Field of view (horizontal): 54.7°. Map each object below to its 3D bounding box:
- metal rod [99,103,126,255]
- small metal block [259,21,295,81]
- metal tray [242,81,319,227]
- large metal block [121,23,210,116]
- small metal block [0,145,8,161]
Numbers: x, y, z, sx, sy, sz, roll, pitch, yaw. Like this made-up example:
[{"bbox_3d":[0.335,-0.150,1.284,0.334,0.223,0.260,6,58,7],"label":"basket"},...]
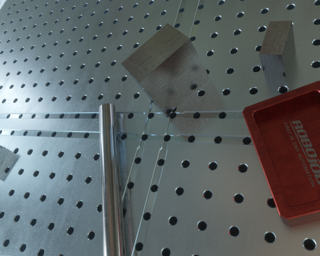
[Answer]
[{"bbox_3d":[-0.059,0.092,0.382,0.025,0.025,0.299,-21,54,16],"label":"metal rod"},{"bbox_3d":[0.143,-0.092,0.374,0.025,0.050,0.050,10,67,32],"label":"small metal block"},{"bbox_3d":[0.147,0.022,0.313,0.090,0.030,0.130,-21,54,16],"label":"metal tray"},{"bbox_3d":[0.010,-0.076,0.415,0.080,0.080,0.050,-41,51,0],"label":"large metal block"},{"bbox_3d":[-0.302,0.048,0.538,0.050,0.025,0.050,14,69,34],"label":"small metal block"}]
